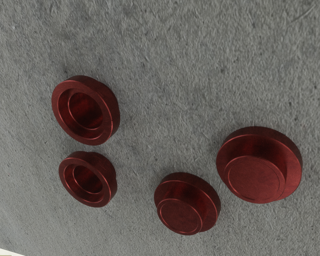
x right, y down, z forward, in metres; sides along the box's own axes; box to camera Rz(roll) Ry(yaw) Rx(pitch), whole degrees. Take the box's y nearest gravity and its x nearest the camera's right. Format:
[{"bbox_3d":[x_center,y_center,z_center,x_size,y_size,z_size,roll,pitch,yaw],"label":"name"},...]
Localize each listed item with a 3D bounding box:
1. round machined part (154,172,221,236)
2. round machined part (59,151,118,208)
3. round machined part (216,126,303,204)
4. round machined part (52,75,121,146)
[{"bbox_3d":[0.035,0.116,0.449,0.098,0.042,0.097,13,124,21],"label":"round machined part"},{"bbox_3d":[-0.111,0.078,0.503,0.098,0.042,0.097,13,124,21],"label":"round machined part"},{"bbox_3d":[0.114,0.050,0.367,0.098,0.042,0.097,13,124,21],"label":"round machined part"},{"bbox_3d":[-0.097,-0.028,0.430,0.098,0.042,0.097,13,124,21],"label":"round machined part"}]
